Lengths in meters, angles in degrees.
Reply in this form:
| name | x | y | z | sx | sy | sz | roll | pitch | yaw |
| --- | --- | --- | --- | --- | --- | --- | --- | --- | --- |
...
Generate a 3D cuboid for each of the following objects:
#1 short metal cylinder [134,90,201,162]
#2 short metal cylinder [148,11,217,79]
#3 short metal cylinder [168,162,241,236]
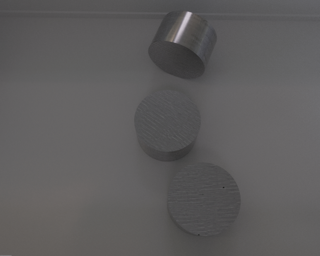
| name | x | y | z | sx | sy | sz | roll | pitch | yaw |
| --- | --- | --- | --- | --- | --- | --- | --- | --- | --- |
| short metal cylinder | 0.009 | -0.002 | 0.397 | 0.081 | 0.050 | 0.080 | 0 | 70 | 0 |
| short metal cylinder | 0.031 | -0.111 | 0.421 | 0.080 | 0.080 | 0.050 | 21 | 72 | 7 |
| short metal cylinder | 0.049 | 0.085 | 0.365 | 0.081 | 0.050 | 0.080 | 0 | 70 | 0 |
